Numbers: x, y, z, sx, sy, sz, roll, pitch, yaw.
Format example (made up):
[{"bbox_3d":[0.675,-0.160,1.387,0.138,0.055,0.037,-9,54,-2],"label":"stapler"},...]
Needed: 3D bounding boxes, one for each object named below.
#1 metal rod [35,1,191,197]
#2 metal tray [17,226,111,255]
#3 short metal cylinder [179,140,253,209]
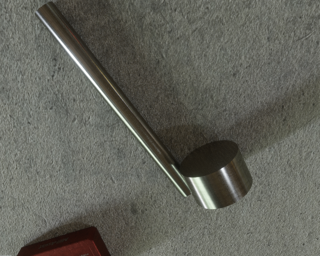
[{"bbox_3d":[-0.046,-0.025,0.400,0.025,0.025,0.300,-34,107,11],"label":"metal rod"},{"bbox_3d":[-0.146,0.214,0.483,0.131,0.030,0.090,-18,109,6],"label":"metal tray"},{"bbox_3d":[0.073,0.059,0.403,0.080,0.080,0.050,-25,108,8],"label":"short metal cylinder"}]
